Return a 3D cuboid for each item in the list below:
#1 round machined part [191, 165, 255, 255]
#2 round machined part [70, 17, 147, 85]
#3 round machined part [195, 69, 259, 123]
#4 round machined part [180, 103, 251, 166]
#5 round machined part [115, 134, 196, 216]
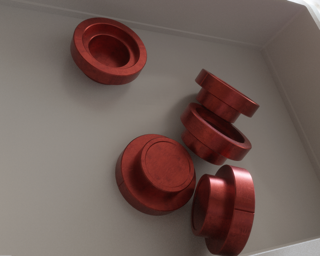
[{"bbox_3d":[0.064,0.088,0.343,0.042,0.097,0.098,13,55,-5],"label":"round machined part"},{"bbox_3d":[-0.071,-0.097,0.417,0.099,0.042,0.098,14,56,-21],"label":"round machined part"},{"bbox_3d":[0.091,-0.043,0.452,0.098,0.042,0.098,31,15,-9],"label":"round machined part"},{"bbox_3d":[0.067,0.012,0.407,0.098,0.042,0.098,30,19,-11],"label":"round machined part"},{"bbox_3d":[0.001,0.050,0.366,0.099,0.042,0.098,14,56,-21],"label":"round machined part"}]
